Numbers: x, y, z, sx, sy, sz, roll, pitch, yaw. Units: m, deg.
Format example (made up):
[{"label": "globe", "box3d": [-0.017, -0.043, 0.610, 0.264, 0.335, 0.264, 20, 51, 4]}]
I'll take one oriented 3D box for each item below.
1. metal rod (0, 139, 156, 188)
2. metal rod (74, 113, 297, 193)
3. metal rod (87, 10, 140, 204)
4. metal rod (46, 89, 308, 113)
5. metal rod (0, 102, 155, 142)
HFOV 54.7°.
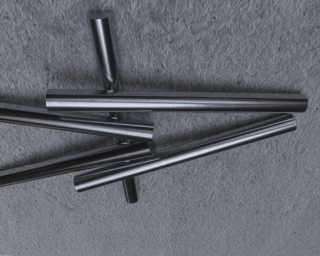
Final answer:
[{"label": "metal rod", "box3d": [-0.150, 0.056, 0.436, 0.301, 0.025, 0.025, -13, 129, 18]}, {"label": "metal rod", "box3d": [0.030, 0.035, 0.418, 0.301, 0.025, 0.025, -17, 129, 5]}, {"label": "metal rod", "box3d": [-0.053, -0.001, 0.407, 0.025, 0.025, 0.298, -3, 130, 2]}, {"label": "metal rod", "box3d": [0.027, -0.030, 0.362, 0.302, 0.025, 0.025, 0, 131, -9]}, {"label": "metal rod", "box3d": [-0.158, -0.015, 0.375, 0.302, 0.025, 0.025, 8, 130, 0]}]
